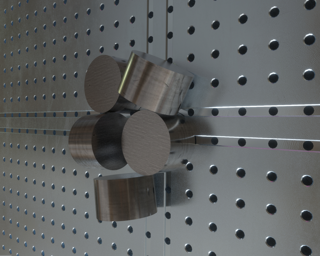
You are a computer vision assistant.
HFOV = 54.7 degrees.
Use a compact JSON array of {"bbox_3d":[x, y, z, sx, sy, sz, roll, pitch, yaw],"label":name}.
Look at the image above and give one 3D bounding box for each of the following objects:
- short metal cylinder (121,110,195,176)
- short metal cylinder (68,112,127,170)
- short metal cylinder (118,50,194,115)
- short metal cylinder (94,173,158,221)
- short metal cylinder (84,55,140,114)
[{"bbox_3d":[-0.003,0.018,0.396,0.080,0.050,0.079,1,91,39],"label":"short metal cylinder"},{"bbox_3d":[-0.081,0.019,0.442,0.050,0.081,0.080,-3,88,39],"label":"short metal cylinder"},{"bbox_3d":[-0.005,-0.056,0.378,0.080,0.081,0.050,35,111,34],"label":"short metal cylinder"},{"bbox_3d":[-0.045,0.088,0.410,0.080,0.081,0.050,-8,86,40],"label":"short metal cylinder"},{"bbox_3d":[-0.064,-0.061,0.445,0.080,0.050,0.079,0,91,41],"label":"short metal cylinder"}]
